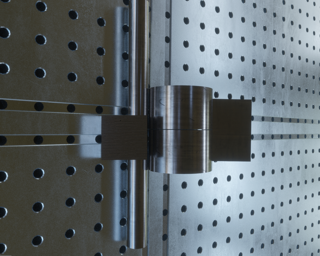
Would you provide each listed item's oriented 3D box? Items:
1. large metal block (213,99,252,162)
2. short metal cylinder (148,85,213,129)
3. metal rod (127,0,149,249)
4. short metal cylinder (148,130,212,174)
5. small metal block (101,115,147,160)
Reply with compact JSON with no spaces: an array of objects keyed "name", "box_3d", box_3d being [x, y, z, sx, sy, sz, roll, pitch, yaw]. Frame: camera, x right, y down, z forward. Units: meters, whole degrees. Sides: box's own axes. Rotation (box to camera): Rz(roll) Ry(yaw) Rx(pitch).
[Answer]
[{"name":"large metal block","box_3d":[0.090,0.003,0.435,0.050,0.080,0.079,1,90,-2]},{"name":"short metal cylinder","box_3d":[0.025,-0.023,0.390,0.081,0.080,0.050,1,90,-40]},{"name":"metal rod","box_3d":[-0.027,-0.005,0.381,0.025,0.025,0.298,1,90,-40]},{"name":"short metal cylinder","box_3d":[0.025,0.027,0.390,0.081,0.080,0.050,1,90,-40]},{"name":"small metal block","box_3d":[-0.041,0.011,0.356,0.050,0.025,0.050,0,89,-5]}]
